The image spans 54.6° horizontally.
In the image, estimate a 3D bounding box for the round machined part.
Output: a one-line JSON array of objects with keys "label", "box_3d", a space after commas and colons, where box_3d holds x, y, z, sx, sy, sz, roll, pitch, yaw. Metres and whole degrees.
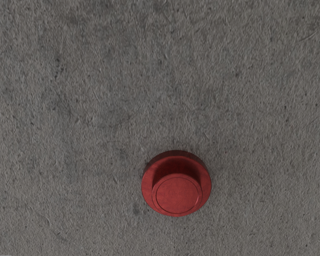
[{"label": "round machined part", "box_3d": [0.023, 0.083, 0.431, 0.099, 0.042, 0.097, 0, 110, 0]}]
